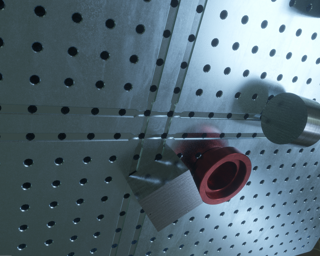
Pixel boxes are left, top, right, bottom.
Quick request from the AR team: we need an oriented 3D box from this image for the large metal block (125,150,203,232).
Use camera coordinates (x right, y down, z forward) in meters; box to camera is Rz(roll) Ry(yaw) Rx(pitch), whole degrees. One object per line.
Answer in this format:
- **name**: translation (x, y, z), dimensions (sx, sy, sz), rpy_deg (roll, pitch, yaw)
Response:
- **large metal block**: translation (0.008, 0.093, 0.457), dimensions (0.080, 0.050, 0.080), rpy_deg (-31, 129, -8)

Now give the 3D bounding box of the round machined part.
- **round machined part**: translation (0.093, 0.071, 0.494), dimensions (0.099, 0.042, 0.097), rpy_deg (-14, 124, -22)

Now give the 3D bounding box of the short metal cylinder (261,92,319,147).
- **short metal cylinder**: translation (0.206, -0.011, 0.481), dimensions (0.050, 0.080, 0.079), rpy_deg (10, 114, -33)
